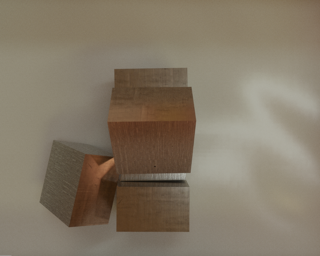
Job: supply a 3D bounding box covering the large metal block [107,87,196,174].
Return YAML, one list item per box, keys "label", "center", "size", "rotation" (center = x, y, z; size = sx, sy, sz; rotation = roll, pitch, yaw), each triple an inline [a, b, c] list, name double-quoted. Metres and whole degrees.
- label: "large metal block"
  center: [-0.007, 0.004, 0.326]
  size: [0.081, 0.079, 0.050]
  rotation: [-1, 45, -1]

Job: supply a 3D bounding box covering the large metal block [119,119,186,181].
- label: "large metal block"
  center: [-0.010, 0.024, 0.399]
  size: [0.081, 0.050, 0.079]
  rotation: [-1, 90, -1]

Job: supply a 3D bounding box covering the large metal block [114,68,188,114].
- label: "large metal block"
  center: [-0.010, -0.041, 0.381]
  size: [0.081, 0.080, 0.050]
  rotation: [-1, 90, -1]

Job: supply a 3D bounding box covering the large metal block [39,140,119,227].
- label: "large metal block"
  center: [-0.096, 0.064, 0.373]
  size: [0.050, 0.080, 0.080]
  rotation: [12, 91, -43]

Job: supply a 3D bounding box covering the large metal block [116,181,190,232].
- label: "large metal block"
  center: [-0.008, 0.090, 0.382]
  size: [0.081, 0.080, 0.050]
  rotation: [0, 90, -1]
